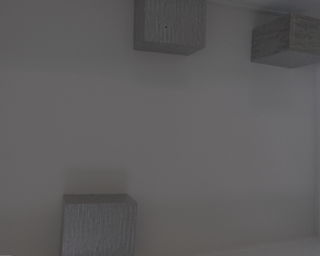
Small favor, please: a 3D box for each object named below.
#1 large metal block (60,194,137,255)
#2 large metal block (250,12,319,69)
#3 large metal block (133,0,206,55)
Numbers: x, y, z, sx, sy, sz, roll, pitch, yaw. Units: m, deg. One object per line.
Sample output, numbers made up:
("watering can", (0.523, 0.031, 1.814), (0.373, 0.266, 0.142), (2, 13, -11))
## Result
("large metal block", (-0.075, 0.124, 0.370), (0.081, 0.050, 0.080), (4, 89, -20))
("large metal block", (0.192, -0.123, 0.451), (0.081, 0.080, 0.050), (4, 89, -20))
("large metal block", (0.012, -0.142, 0.401), (0.081, 0.050, 0.080), (1, 90, -20))
